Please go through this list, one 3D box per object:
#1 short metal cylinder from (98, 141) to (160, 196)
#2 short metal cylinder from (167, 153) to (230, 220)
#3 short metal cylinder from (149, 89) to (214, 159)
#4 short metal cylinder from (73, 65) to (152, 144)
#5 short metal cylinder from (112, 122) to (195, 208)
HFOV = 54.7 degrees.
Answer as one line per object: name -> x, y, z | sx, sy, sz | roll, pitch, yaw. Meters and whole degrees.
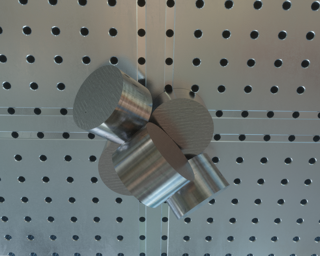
short metal cylinder -> -0.038, 0.043, 0.414 | 0.081, 0.050, 0.079 | 0, 110, -1
short metal cylinder -> 0.043, 0.077, 0.405 | 0.080, 0.080, 0.050 | -39, 71, 13
short metal cylinder -> 0.025, -0.006, 0.397 | 0.081, 0.050, 0.079 | 0, 110, -1
short metal cylinder -> -0.056, -0.027, 0.366 | 0.080, 0.080, 0.050 | -44, 139, 14
short metal cylinder -> -0.007, 0.040, 0.344 | 0.050, 0.080, 0.080 | -39, 106, 13
